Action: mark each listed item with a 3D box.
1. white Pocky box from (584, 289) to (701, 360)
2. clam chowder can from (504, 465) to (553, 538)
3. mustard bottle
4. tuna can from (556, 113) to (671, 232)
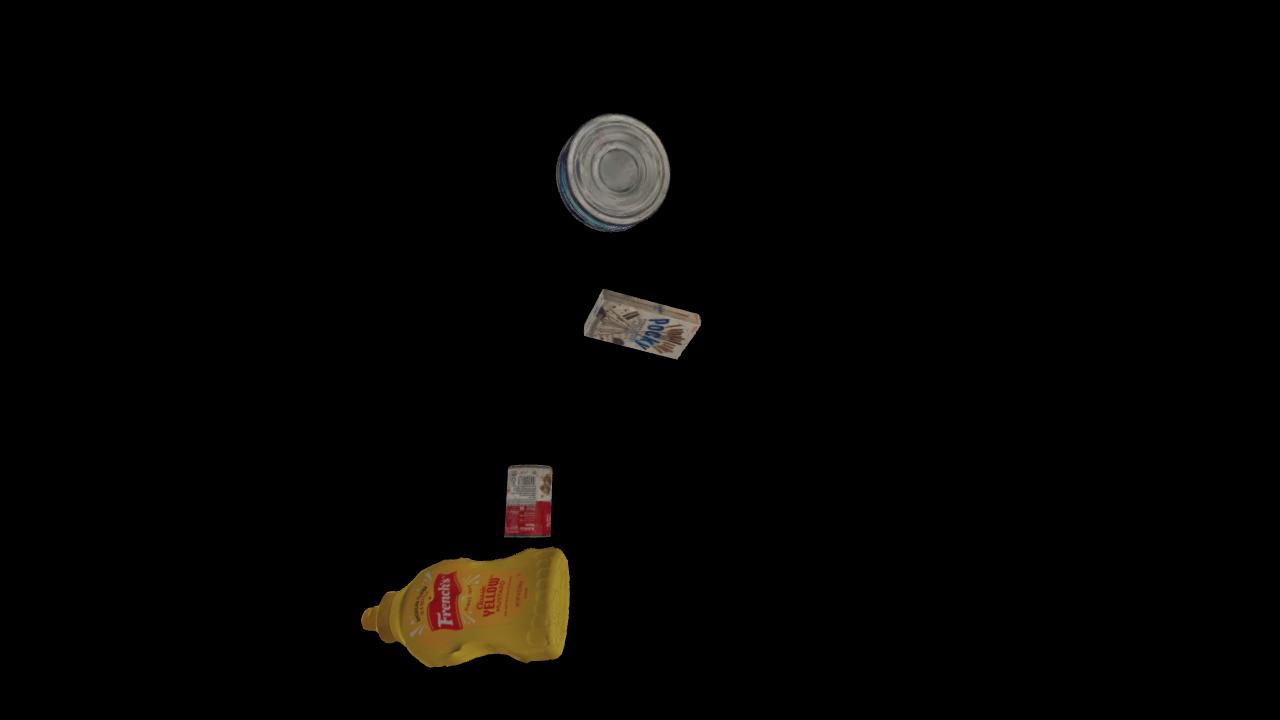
[{"bbox_3d":[0.003,-0.051,0.901,0.154,0.028,0.084,14,-44,-19],"label":"white Pocky box"},{"bbox_3d":[-0.164,0.208,0.906,0.068,0.102,0.068,-1,-15,0],"label":"clam chowder can"},{"bbox_3d":[-0.156,0.219,0.537,0.184,0.092,0.054,-8,-36,8],"label":"mustard bottle"},{"bbox_3d":[-0.020,-0.141,0.469,0.084,0.084,0.034,0,5,-18],"label":"tuna can"}]
